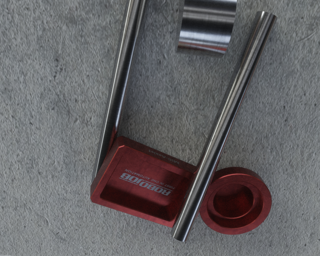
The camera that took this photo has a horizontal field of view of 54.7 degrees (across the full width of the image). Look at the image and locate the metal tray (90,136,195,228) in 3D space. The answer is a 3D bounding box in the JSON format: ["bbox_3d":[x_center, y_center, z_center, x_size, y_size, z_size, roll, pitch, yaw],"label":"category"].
[{"bbox_3d":[-0.016,0.076,0.419,0.131,0.030,0.090,24,106,-20],"label":"metal tray"}]

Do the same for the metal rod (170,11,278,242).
[{"bbox_3d":[0.076,0.006,0.388,0.025,0.025,0.298,19,100,-7],"label":"metal rod"}]

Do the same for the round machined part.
[{"bbox_3d":[0.102,0.098,0.438,0.099,0.042,0.097,0,110,0],"label":"round machined part"}]

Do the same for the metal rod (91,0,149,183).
[{"bbox_3d":[-0.049,-0.059,0.387,0.025,0.025,0.298,13,110,-5],"label":"metal rod"}]

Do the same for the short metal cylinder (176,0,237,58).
[{"bbox_3d":[0.047,-0.119,0.337,0.050,0.080,0.079,6,110,-2],"label":"short metal cylinder"}]
